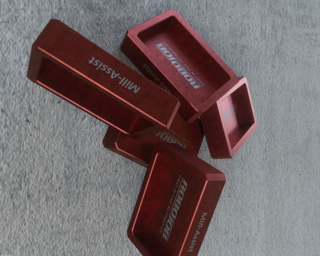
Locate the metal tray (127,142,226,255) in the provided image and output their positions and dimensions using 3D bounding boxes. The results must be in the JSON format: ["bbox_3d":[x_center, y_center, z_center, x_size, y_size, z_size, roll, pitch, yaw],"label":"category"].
[{"bbox_3d":[0.013,0.091,0.352,0.030,0.090,0.129,7,106,-40],"label":"metal tray"}]

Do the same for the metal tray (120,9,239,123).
[{"bbox_3d":[0.026,-0.081,0.388,0.130,0.030,0.091,48,56,4],"label":"metal tray"}]

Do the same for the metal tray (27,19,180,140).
[{"bbox_3d":[-0.057,-0.037,0.297,0.130,0.090,0.030,32,69,-18],"label":"metal tray"}]

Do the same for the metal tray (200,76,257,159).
[{"bbox_3d":[0.107,-0.020,0.474,0.131,0.030,0.089,-35,112,-50],"label":"metal tray"}]

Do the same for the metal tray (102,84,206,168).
[{"bbox_3d":[-0.001,0.008,0.404,0.130,0.030,0.090,32,70,-36],"label":"metal tray"}]
